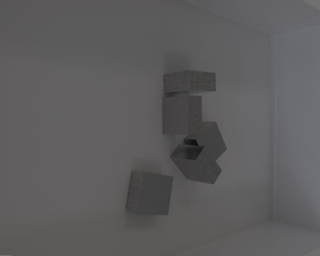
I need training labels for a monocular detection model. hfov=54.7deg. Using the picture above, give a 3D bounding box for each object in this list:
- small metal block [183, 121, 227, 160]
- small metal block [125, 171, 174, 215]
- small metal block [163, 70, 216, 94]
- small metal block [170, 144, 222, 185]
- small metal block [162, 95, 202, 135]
[{"bbox_3d":[0.069,0.024,0.464,0.050,0.025,0.050,-39,114,-33],"label":"small metal block"},{"bbox_3d":[-0.013,0.083,0.396,0.050,0.025,0.050,14,81,-39],"label":"small metal block"},{"bbox_3d":[0.040,-0.062,0.424,0.050,0.050,0.025,-3,92,-40],"label":"small metal block"},{"bbox_3d":[0.050,0.050,0.432,0.025,0.050,0.050,-53,121,-27],"label":"small metal block"},{"bbox_3d":[0.029,-0.017,0.414,0.025,0.050,0.050,-1,91,-40],"label":"small metal block"}]
